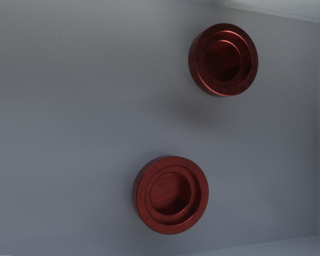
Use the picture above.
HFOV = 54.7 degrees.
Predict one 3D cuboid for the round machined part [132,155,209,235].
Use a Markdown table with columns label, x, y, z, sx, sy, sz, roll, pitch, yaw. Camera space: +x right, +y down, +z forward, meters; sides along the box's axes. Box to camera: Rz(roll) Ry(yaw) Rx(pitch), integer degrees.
| label | x | y | z | sx | sy | sz | roll | pitch | yaw |
| --- | --- | --- | --- | --- | --- | --- | --- | --- | --- |
| round machined part | 0.011 | 0.084 | 0.405 | 0.099 | 0.042 | 0.097 | 0 | 90 | -20 |

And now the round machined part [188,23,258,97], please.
| label | x | y | z | sx | sy | sz | roll | pitch | yaw |
| --- | --- | --- | --- | --- | --- | --- | --- | --- | --- |
| round machined part | 0.083 | -0.091 | 0.432 | 0.099 | 0.042 | 0.097 | 0 | 90 | -20 |
